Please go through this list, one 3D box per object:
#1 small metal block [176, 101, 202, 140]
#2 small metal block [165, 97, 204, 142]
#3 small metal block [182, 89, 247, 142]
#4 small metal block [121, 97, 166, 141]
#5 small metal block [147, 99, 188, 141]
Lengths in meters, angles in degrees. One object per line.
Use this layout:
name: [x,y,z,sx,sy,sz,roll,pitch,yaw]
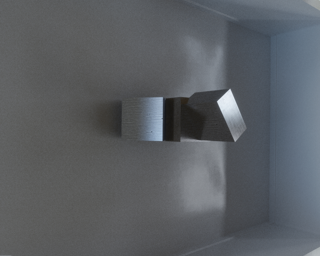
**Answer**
small metal block: [0.038,-0.009,0.417,0.025,0.050,0.050,1,90,-6]
small metal block: [0.034,-0.009,0.366,0.050,0.025,0.050,1,89,-40]
small metal block: [0.059,-0.013,0.339,0.025,0.050,0.050,-42,116,-31]
small metal block: [-0.017,-0.010,0.370,0.025,0.050,0.050,2,89,-74]
small metal block: [0.009,-0.009,0.395,0.025,0.050,0.050,1,89,-40]
